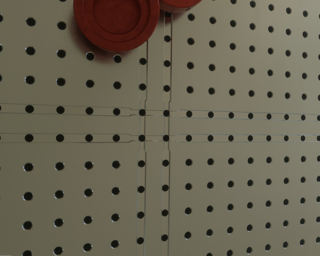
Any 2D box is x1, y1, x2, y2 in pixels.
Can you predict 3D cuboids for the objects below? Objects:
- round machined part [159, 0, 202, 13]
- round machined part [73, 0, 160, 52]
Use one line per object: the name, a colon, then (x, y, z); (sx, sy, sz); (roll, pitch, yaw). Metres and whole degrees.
round machined part: (0.015, -0.201, 0.410); (0.099, 0.042, 0.097); (0, 90, -21)
round machined part: (-0.052, -0.142, 0.376); (0.099, 0.042, 0.097); (-2, 102, -10)
